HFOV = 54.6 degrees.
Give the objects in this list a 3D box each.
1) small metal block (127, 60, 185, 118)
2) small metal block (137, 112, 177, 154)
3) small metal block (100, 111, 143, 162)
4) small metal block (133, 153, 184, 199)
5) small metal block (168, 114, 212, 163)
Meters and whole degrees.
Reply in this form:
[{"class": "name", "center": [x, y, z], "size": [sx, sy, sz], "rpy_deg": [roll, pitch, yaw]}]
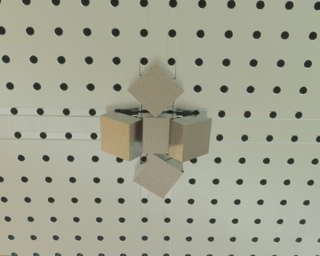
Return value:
[{"class": "small metal block", "center": [-0.005, -0.050, 0.395], "size": [0.050, 0.025, 0.050], "rpy_deg": [-42, 104, 13]}, {"class": "small metal block", "center": [-0.004, 0.006, 0.415], "size": [0.050, 0.025, 0.050], "rpy_deg": [1, 109, -1]}, {"class": "small metal block", "center": [-0.050, 0.010, 0.403], "size": [0.050, 0.025, 0.050], "rpy_deg": [17, 115, 33]}, {"class": "small metal block", "center": [-0.002, 0.063, 0.436], "size": [0.050, 0.025, 0.050], "rpy_deg": [33, 107, -10]}, {"class": "small metal block", "center": [0.039, 0.012, 0.403], "size": [0.050, 0.025, 0.050], "rpy_deg": [-14, 116, -39]}]
